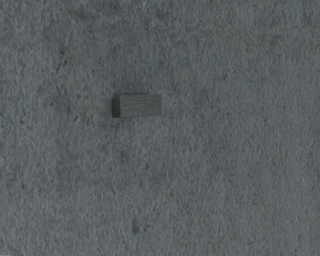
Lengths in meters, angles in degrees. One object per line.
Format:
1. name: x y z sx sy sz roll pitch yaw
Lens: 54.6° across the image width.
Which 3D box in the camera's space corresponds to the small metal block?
1. small metal block: -0.030 -0.027 0.384 0.050 0.050 0.025 -4 92 -20
